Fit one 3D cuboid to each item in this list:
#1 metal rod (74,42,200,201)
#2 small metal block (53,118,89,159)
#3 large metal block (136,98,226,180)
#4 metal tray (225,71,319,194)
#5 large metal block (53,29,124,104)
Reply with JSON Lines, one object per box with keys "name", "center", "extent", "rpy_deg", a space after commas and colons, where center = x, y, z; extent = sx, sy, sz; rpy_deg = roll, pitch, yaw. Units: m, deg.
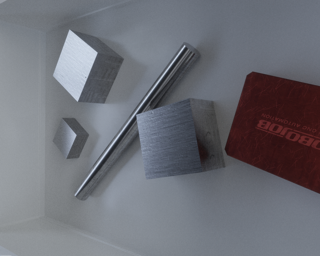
{"name": "metal rod", "center": [-0.046, 0.007, 0.442], "extent": [0.298, 0.025, 0.025], "rpy_deg": [-51, 61, 27]}
{"name": "small metal block", "center": [-0.153, 0.017, 0.530], "extent": [0.050, 0.025, 0.050], "rpy_deg": [43, 115, 31]}
{"name": "large metal block", "center": [0.023, 0.015, 0.370], "extent": [0.080, 0.050, 0.080], "rpy_deg": [-15, 81, 38]}
{"name": "metal tray", "center": [0.135, 0.005, 0.292], "extent": [0.130, 0.030, 0.089], "rpy_deg": [23, 104, 37]}
{"name": "large metal block", "center": [-0.113, -0.094, 0.481], "extent": [0.080, 0.050, 0.079], "rpy_deg": [42, 115, 31]}
